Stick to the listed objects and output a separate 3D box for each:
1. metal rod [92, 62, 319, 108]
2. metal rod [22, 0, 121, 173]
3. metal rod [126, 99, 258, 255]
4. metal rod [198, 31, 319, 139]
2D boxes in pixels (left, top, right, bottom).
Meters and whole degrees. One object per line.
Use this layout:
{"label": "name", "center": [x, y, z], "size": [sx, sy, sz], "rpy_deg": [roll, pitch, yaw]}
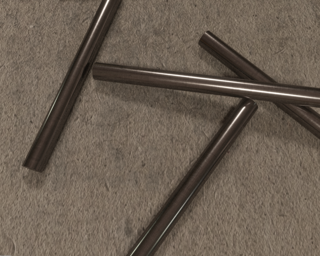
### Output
{"label": "metal rod", "center": [0.057, -0.059, 0.415], "size": [0.302, 0.025, 0.025], "rpy_deg": [8, 70, 8]}
{"label": "metal rod", "center": [-0.114, -0.082, 0.436], "size": [0.025, 0.025, 0.299], "rpy_deg": [17, 71, 6]}
{"label": "metal rod", "center": [0.031, 0.079, 0.379], "size": [0.025, 0.025, 0.300], "rpy_deg": [36, 73, 12]}
{"label": "metal rod", "center": [0.174, -0.036, 0.423], "size": [0.300, 0.025, 0.025], "rpy_deg": [42, 75, 13]}
